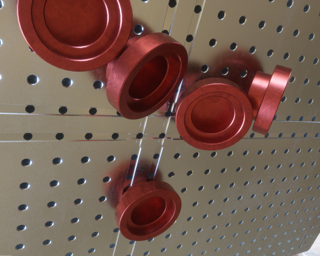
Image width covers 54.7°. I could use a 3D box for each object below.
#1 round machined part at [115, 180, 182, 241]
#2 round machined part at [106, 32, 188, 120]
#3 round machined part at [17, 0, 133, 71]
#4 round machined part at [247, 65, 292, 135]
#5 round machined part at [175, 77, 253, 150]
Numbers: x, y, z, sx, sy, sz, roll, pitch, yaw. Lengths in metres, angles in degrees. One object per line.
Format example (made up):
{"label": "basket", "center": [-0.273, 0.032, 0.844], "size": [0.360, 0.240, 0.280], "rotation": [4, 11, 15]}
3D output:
{"label": "round machined part", "center": [-0.021, 0.118, 0.464], "size": [0.099, 0.042, 0.097], "rotation": [-14, 125, -21]}
{"label": "round machined part", "center": [-0.019, -0.060, 0.338], "size": [0.099, 0.042, 0.098], "rotation": [-37, 153, -22]}
{"label": "round machined part", "center": [-0.079, -0.106, 0.289], "size": [0.099, 0.042, 0.097], "rotation": [-10, 120, -18]}
{"label": "round machined part", "center": [0.146, -0.042, 0.435], "size": [0.098, 0.042, 0.097], "rotation": [-57, 159, -35]}
{"label": "round machined part", "center": [0.069, -0.022, 0.411], "size": [0.099, 0.042, 0.097], "rotation": [-1, 120, -1]}
